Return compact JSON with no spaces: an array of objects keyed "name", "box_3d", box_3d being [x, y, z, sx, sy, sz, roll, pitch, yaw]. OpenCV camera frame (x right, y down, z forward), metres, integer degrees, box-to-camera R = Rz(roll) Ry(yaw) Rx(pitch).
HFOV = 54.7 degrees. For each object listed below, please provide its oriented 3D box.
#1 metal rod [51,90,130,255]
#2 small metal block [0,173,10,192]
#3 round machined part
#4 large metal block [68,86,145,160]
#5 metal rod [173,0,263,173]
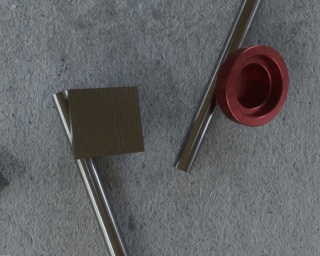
[{"name":"metal rod","box_3d":[-0.080,0.095,0.409,0.025,0.025,0.299,-20,90,0]},{"name":"small metal block","box_3d":[-0.239,0.073,0.407,0.050,0.025,0.050,-41,91,0]},{"name":"round machined part","box_3d":[0.110,-0.053,0.390,0.099,0.042,0.097,-6,103,-25]},{"name":"large metal block","box_3d":[-0.069,-0.005,0.383,0.081,0.050,0.080,-5,86,-19]},{"name":"metal rod","box_3d":[0.086,-0.083,0.411,0.025,0.025,0.299,23,90,-1]}]
